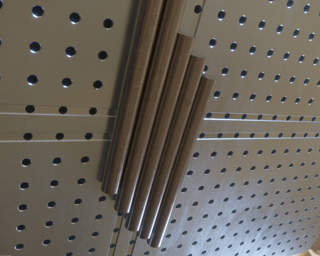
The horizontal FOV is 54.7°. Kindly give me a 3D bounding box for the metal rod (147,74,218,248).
[{"bbox_3d":[0.026,0.063,0.466,0.025,0.025,0.298,1,118,-29],"label":"metal rod"}]

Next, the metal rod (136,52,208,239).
[{"bbox_3d":[0.010,0.041,0.443,0.025,0.025,0.298,1,118,-29],"label":"metal rod"}]

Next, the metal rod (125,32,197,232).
[{"bbox_3d":[-0.006,0.021,0.422,0.025,0.025,0.298,1,118,-29],"label":"metal rod"}]

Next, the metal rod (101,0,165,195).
[{"bbox_3d":[-0.032,-0.047,0.365,0.025,0.025,0.298,1,118,-29],"label":"metal rod"}]

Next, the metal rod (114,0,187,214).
[{"bbox_3d":[-0.018,-0.014,0.393,0.025,0.025,0.298,1,118,-29],"label":"metal rod"}]
